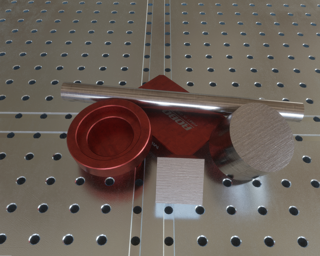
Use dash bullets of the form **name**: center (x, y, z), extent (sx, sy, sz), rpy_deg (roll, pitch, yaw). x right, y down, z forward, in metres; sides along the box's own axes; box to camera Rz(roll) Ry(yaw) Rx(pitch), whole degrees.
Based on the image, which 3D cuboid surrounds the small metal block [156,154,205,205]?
- **small metal block**: center (0.022, 0.056, 0.343), extent (0.050, 0.025, 0.050), rpy_deg (2, 93, 1)

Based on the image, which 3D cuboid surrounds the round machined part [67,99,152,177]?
- **round machined part**: center (-0.058, 0.015, 0.377), extent (0.099, 0.042, 0.098), rpy_deg (-2, 56, 4)

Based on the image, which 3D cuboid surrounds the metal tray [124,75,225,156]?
- **metal tray**: center (0.015, -0.012, 0.416), extent (0.091, 0.030, 0.130), rpy_deg (-36, 59, -27)

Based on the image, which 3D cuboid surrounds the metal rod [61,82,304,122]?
- **metal rod**: center (0.025, -0.034, 0.395), extent (0.302, 0.025, 0.025), rpy_deg (5, 50, 4)

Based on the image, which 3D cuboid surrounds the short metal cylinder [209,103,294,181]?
- **short metal cylinder**: center (0.105, 0.017, 0.358), extent (0.081, 0.050, 0.080), rpy_deg (6, 68, -16)
